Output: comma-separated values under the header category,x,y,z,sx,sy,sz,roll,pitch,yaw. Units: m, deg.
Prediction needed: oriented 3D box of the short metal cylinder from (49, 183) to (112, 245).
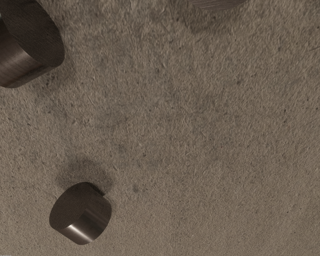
category,x,y,z,sx,sy,sz,roll,pitch,yaw
short metal cylinder,-0.123,0.133,0.482,0.080,0.080,0.050,-24,126,19

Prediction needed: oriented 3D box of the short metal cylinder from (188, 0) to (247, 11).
category,x,y,z,sx,sy,sz,roll,pitch,yaw
short metal cylinder,0.049,-0.149,0.265,0.081,0.050,0.079,0,130,0

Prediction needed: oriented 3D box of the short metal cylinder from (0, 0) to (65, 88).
category,x,y,z,sx,sy,sz,roll,pitch,yaw
short metal cylinder,-0.139,-0.085,0.297,0.050,0.080,0.080,-23,127,18
